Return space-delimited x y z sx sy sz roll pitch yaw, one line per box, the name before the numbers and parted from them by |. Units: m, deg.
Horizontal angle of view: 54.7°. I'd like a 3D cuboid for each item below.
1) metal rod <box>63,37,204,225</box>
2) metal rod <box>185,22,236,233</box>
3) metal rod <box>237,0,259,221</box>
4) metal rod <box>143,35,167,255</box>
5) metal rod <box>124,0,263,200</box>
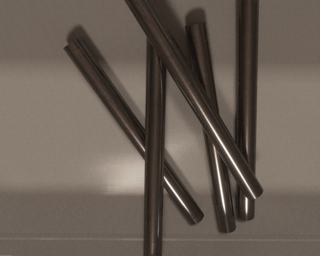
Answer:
metal rod | -0.026 0.016 0.416 0.025 0.025 0.299 -31 108 10
metal rod | 0.072 0.013 0.417 0.025 0.025 0.298 -11 110 4
metal rod | 0.115 -0.009 0.409 0.025 0.025 0.298 -5 110 1
metal rod | -0.007 0.036 0.397 0.025 0.025 0.298 1 100 -1
metal rod | 0.047 -0.032 0.372 0.025 0.025 0.299 -31 107 10
